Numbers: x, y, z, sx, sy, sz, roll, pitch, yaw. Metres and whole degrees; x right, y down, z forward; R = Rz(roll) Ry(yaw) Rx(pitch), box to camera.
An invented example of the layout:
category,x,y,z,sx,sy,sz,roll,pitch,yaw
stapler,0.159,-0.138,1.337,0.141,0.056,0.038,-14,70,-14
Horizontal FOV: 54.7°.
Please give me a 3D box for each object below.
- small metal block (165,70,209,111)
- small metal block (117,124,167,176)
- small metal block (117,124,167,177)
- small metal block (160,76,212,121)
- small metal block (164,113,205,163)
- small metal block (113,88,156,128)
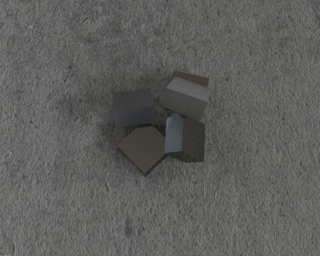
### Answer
category,x,y,z,sx,sy,sz,roll,pitch,yaw
small metal block,0.037,-0.047,0.427,0.050,0.025,0.050,13,70,4
small metal block,-0.018,0.026,0.400,0.050,0.025,0.050,-43,76,-14
small metal block,-0.018,0.026,0.400,0.050,0.025,0.050,-43,76,-14
small metal block,0.034,-0.038,0.383,0.050,0.025,0.050,20,28,7
small metal block,0.032,0.013,0.389,0.025,0.050,0.050,-11,64,37
small metal block,-0.034,-0.027,0.406,0.050,0.025,0.050,-7,33,-3
